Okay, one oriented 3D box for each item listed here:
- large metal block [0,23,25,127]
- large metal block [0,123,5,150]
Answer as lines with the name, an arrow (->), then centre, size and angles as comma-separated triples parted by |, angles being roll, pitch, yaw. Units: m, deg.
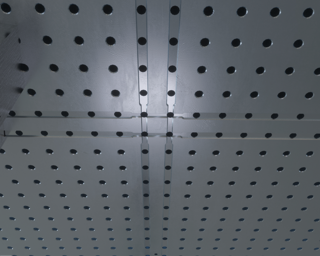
large metal block -> -0.185, -0.058, 0.324 | 0.050, 0.080, 0.079 | 8, 130, -7
large metal block -> -0.251, -0.001, 0.392 | 0.080, 0.050, 0.079 | 11, 129, -10
